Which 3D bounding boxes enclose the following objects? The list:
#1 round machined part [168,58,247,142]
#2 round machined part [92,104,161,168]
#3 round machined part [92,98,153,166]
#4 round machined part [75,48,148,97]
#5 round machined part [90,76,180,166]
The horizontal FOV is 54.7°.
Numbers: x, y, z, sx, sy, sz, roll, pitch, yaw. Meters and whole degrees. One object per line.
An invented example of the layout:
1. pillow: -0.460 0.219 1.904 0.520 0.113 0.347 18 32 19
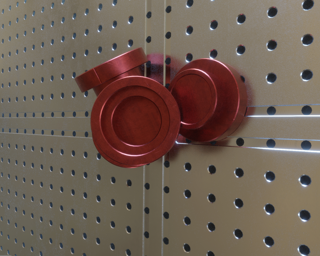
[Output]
1. round machined part: 0.046 -0.032 0.359 0.098 0.042 0.097 0 90 39
2. round machined part: -0.039 0.003 0.398 0.099 0.042 0.097 0 87 2
3. round machined part: -0.060 0.006 0.446 0.098 0.042 0.097 0 90 39
4. round machined part: -0.059 -0.068 0.415 0.098 0.099 0.042 -16 106 38
5. round machined part: -0.025 -0.007 0.355 0.099 0.042 0.097 0 89 6
